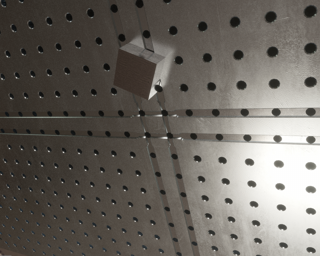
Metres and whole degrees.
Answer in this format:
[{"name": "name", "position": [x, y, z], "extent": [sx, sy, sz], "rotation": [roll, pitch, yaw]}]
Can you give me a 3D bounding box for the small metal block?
[{"name": "small metal block", "position": [-0.026, -0.070, 0.381], "extent": [0.050, 0.025, 0.050], "rotation": [25, 127, 12]}]
